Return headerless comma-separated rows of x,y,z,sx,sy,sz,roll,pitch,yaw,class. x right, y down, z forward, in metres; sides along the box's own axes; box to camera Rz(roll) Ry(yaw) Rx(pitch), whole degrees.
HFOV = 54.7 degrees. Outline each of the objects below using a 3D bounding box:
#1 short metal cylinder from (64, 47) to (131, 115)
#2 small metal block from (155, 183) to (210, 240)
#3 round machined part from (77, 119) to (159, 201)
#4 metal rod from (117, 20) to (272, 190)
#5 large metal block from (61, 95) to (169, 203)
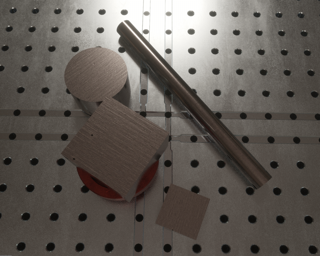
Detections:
-0.082,-0.061,0.420,0.081,0.050,0.080,0,70,-1,short metal cylinder
0.027,0.102,0.375,0.050,0.025,0.050,21,71,7,small metal block
-0.050,0.041,0.387,0.099,0.042,0.098,0,70,-1,round machined part
0.038,-0.042,0.427,0.025,0.025,0.300,-37,74,-12,metal rod
-0.046,0.024,0.345,0.080,0.050,0.080,32,73,10,large metal block
